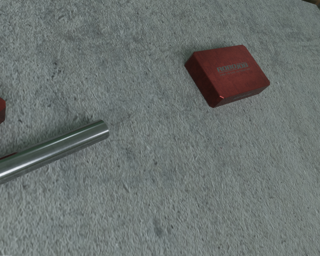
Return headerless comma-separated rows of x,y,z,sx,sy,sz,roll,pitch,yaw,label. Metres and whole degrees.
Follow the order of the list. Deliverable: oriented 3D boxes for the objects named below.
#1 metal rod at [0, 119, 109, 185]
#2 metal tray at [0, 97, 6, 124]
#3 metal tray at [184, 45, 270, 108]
-0.177,0.053,0.276,0.302,0.025,0.025,-25,76,-37,metal rod
-0.231,-0.028,0.293,0.130,0.030,0.090,37,51,-4,metal tray
0.115,-0.090,0.520,0.131,0.030,0.090,-18,71,-35,metal tray
